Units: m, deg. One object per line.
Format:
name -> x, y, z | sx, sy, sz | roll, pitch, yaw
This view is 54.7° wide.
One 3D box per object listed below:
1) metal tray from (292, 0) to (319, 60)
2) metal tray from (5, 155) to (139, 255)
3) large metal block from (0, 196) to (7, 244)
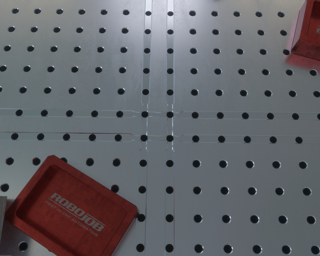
metal tray -> 0.273, -0.140, 0.461 | 0.131, 0.030, 0.090 | 17, 71, 6
metal tray -> -0.102, 0.103, 0.370 | 0.130, 0.030, 0.090 | 30, 72, 10
large metal block -> -0.219, 0.113, 0.332 | 0.081, 0.050, 0.080 | 12, 71, -35
